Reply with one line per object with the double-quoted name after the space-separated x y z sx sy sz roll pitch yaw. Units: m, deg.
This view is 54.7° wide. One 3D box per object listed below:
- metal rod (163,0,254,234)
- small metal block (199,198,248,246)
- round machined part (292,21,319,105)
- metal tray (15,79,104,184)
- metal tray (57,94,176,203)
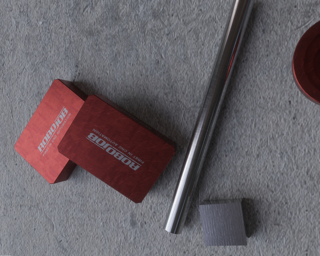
0.059 -0.011 0.387 0.025 0.025 0.298 18 96 18 "metal rod"
0.079 0.115 0.381 0.050 0.025 0.050 -9 87 19 "small metal block"
0.194 -0.068 0.332 0.098 0.042 0.097 0 90 19 "round machined part"
-0.147 0.005 0.456 0.090 0.030 0.129 39 102 15 "metal tray"
-0.055 0.026 0.407 0.130 0.030 0.090 33 99 1 "metal tray"
